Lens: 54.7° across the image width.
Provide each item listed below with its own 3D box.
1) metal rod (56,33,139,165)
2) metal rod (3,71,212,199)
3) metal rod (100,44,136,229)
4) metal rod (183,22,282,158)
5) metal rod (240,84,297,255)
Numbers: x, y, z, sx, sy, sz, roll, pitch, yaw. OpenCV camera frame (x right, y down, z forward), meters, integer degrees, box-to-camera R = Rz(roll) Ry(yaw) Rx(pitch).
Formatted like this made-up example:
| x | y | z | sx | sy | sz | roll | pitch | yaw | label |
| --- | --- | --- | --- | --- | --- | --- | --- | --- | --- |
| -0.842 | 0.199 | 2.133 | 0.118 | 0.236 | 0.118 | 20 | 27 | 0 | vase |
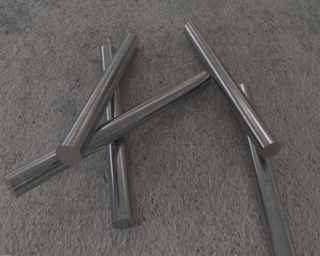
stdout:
| x | y | z | sx | sy | sz | roll | pitch | yaw | label |
| --- | --- | --- | --- | --- | --- | --- | --- | --- | --- |
| -0.067 | -0.062 | 0.410 | 0.025 | 0.025 | 0.300 | 6 | 37 | 5 | metal rod |
| -0.038 | -0.009 | 0.380 | 0.025 | 0.025 | 0.302 | 37 | 50 | 27 | metal rod |
| -0.061 | -0.014 | 0.414 | 0.025 | 0.025 | 0.300 | -7 | 50 | -6 | metal rod |
| 0.088 | -0.076 | 0.448 | 0.025 | 0.025 | 0.300 | -10 | 45 | -9 | metal rod |
| 0.119 | 0.060 | 0.353 | 0.025 | 0.025 | 0.300 | 0 | 50 | 0 | metal rod |
